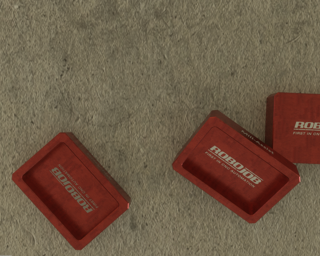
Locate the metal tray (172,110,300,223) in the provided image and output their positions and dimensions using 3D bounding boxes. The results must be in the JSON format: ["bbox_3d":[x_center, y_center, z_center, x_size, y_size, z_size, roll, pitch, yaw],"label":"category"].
[{"bbox_3d":[0.093,0.050,0.391,0.130,0.030,0.090,36,114,0],"label":"metal tray"}]

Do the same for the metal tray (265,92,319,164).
[{"bbox_3d":[0.209,0.002,0.409,0.131,0.030,0.089,3,90,0],"label":"metal tray"}]

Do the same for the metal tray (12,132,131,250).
[{"bbox_3d":[-0.113,0.080,0.406,0.090,0.030,0.130,-42,90,0],"label":"metal tray"}]
